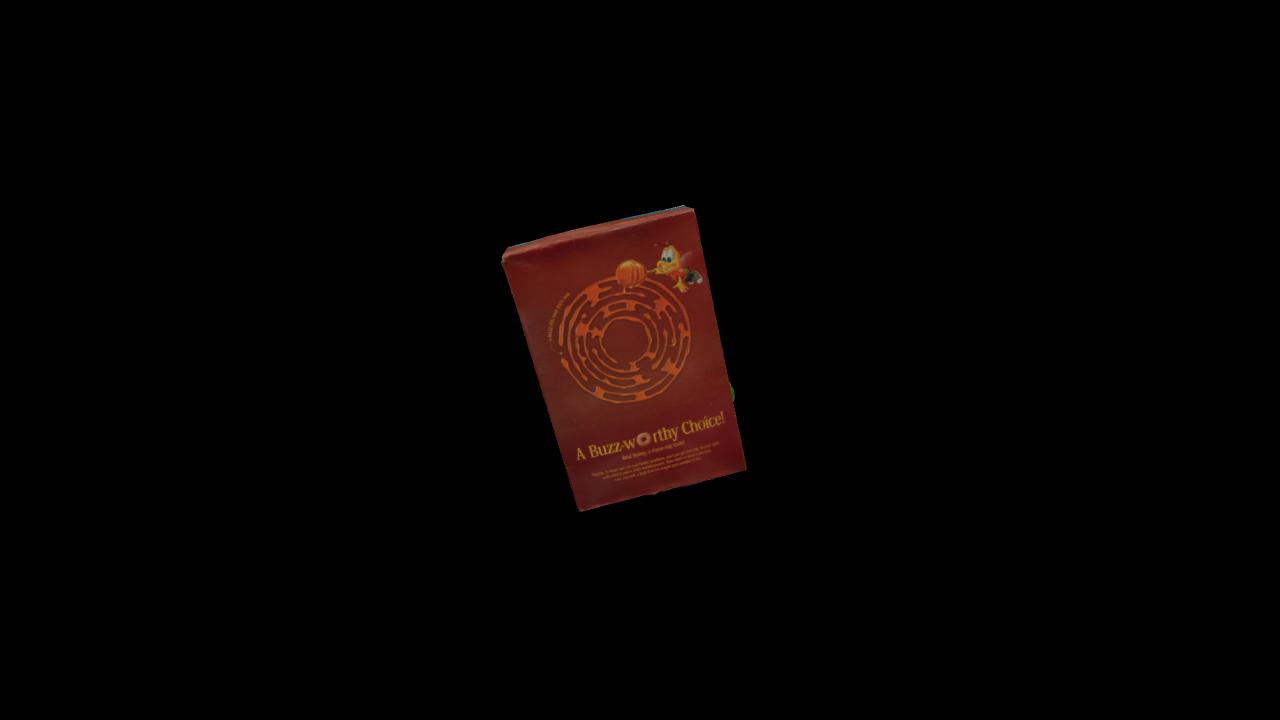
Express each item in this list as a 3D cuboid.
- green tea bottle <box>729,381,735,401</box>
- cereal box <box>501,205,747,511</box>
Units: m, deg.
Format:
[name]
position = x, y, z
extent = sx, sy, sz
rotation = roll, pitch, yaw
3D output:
[green tea bottle]
position = 0.038, -0.028, 0.719
extent = 0.073, 0.212, 0.073
rotation = -28, 19, 10
[cereal box]
position = -0.011, 0.001, 0.685
extent = 0.203, 0.306, 0.081
rotation = -15, 17, -1
